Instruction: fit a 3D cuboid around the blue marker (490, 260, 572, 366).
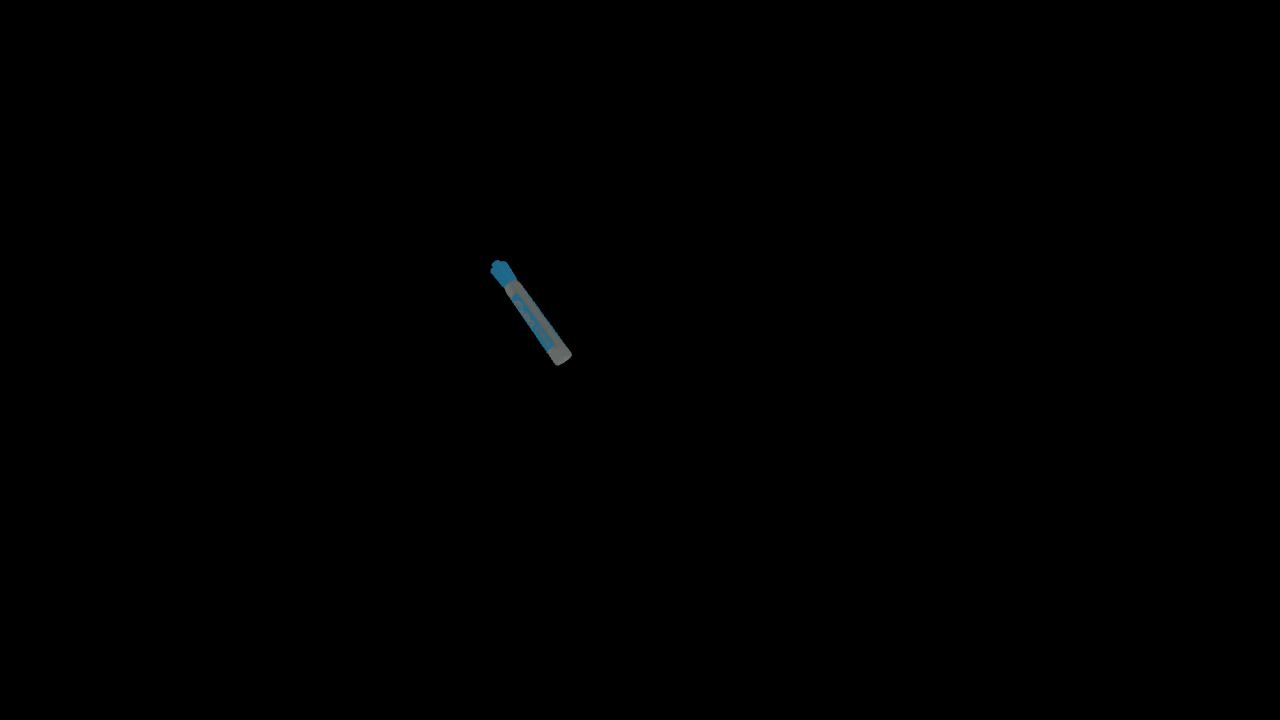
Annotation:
[{"bbox_3d":[-0.107,-0.048,0.593,0.020,0.121,0.020,-35,-11,-7],"label":"blue marker"}]
